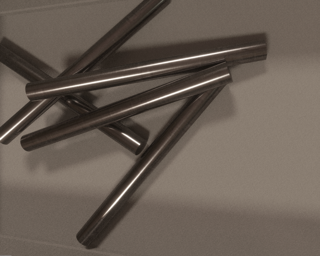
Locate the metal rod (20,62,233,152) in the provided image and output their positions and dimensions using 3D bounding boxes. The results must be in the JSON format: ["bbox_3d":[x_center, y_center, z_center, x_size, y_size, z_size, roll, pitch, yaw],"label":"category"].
[{"bbox_3d":[-0.057,-0.021,0.401,0.301,0.025,0.025,-18,84,18],"label":"metal rod"}]

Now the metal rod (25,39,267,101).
[{"bbox_3d":[-0.024,-0.070,0.389,0.301,0.025,0.025,-9,87,8],"label":"metal rod"}]

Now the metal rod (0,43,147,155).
[{"bbox_3d":[-0.147,-0.051,0.460,0.300,0.025,0.025,33,100,16],"label":"metal rod"}]

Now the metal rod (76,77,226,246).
[{"bbox_3d":[-0.017,0.048,0.415,0.025,0.025,0.299,43,103,14],"label":"metal rod"}]

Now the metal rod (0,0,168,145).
[{"bbox_3d":[-0.113,-0.079,0.428,0.300,0.025,0.025,-39,78,7],"label":"metal rod"}]
